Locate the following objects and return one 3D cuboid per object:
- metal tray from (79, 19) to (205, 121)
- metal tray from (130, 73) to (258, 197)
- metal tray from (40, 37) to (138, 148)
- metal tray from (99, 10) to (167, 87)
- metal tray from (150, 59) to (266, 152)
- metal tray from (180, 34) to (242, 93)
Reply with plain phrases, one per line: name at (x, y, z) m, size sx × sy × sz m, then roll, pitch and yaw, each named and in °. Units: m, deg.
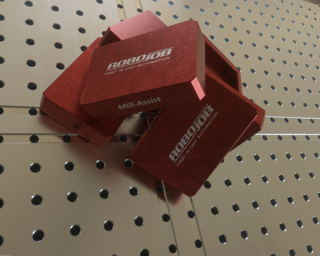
metal tray at (-0.018, -0.062, 0.339) m, size 0.030 × 0.130 × 0.090 m, roll 54°, pitch 33°, yaw -49°
metal tray at (0.037, 0.005, 0.363) m, size 0.090 × 0.130 × 0.030 m, roll 34°, pitch 13°, yaw -6°
metal tray at (-0.075, -0.049, 0.394) m, size 0.090 × 0.030 × 0.130 m, roll 34°, pitch 51°, yaw -7°
metal tray at (-0.016, -0.116, 0.443) m, size 0.090 × 0.030 × 0.131 m, roll 42°, pitch 37°, yaw -4°
metal tray at (0.059, -0.024, 0.411) m, size 0.130 × 0.090 × 0.030 m, roll 33°, pitch 51°, yaw -7°
metal tray at (0.076, -0.080, 0.463) m, size 0.130 × 0.030 × 0.090 m, roll 32°, pitch 48°, yaw -36°
